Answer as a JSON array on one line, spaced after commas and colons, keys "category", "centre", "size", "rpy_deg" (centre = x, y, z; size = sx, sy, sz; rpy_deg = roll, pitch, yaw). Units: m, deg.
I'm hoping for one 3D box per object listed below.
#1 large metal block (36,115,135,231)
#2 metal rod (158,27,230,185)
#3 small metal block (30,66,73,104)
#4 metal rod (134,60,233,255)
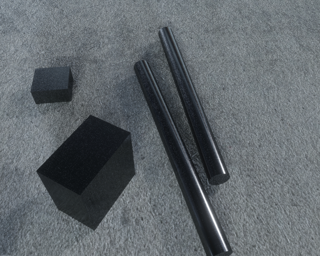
[{"category": "large metal block", "centre": [-0.071, 0.047, 0.327], "size": [0.050, 0.080, 0.080], "rpy_deg": [23, 54, 18]}, {"category": "metal rod", "centre": [0.039, -0.054, 0.448], "size": [0.025, 0.025, 0.300], "rpy_deg": [-8, 51, -8]}, {"category": "small metal block", "centre": [-0.157, -0.063, 0.454], "size": [0.050, 0.025, 0.050], "rpy_deg": [-5, 50, -5]}, {"category": "metal rod", "centre": [0.015, 0.014, 0.391], "size": [0.025, 0.025, 0.300], "rpy_deg": [-13, 51, -11]}]
